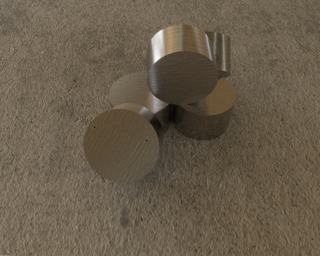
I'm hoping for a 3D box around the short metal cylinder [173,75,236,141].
[{"bbox_3d":[0.057,-0.030,0.413,0.081,0.050,0.080,0,50,0],"label":"short metal cylinder"}]

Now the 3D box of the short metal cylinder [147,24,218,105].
[{"bbox_3d":[0.025,-0.073,0.366,0.081,0.080,0.050,-1,50,-1],"label":"short metal cylinder"}]

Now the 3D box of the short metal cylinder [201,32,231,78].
[{"bbox_3d":[0.060,-0.100,0.445,0.081,0.080,0.050,0,88,0],"label":"short metal cylinder"}]

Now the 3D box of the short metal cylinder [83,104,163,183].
[{"bbox_3d":[-0.038,0.015,0.347,0.080,0.079,0.050,6,11,4],"label":"short metal cylinder"}]

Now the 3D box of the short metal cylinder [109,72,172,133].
[{"bbox_3d":[-0.024,-0.029,0.412,0.081,0.050,0.080,0,50,0],"label":"short metal cylinder"}]
